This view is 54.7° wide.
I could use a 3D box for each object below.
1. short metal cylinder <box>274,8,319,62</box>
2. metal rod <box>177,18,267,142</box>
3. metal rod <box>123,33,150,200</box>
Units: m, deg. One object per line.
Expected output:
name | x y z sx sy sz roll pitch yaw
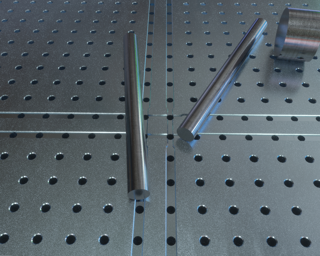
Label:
short metal cylinder | 0.221 -0.149 0.499 0.050 0.080 0.080 8 51 7
metal rod | 0.109 -0.091 0.484 0.025 0.025 0.301 24 54 19
metal rod | -0.037 -0.040 0.440 0.025 0.025 0.300 -4 50 -4
